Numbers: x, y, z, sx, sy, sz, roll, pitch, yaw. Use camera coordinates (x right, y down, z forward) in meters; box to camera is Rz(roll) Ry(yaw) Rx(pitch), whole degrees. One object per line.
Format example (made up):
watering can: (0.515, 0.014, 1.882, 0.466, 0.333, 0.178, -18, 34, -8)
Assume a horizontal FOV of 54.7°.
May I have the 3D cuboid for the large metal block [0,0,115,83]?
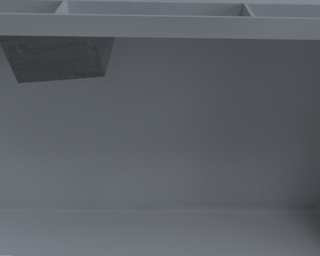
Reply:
large metal block: (-0.092, -0.088, 0.297, 0.080, 0.080, 0.050, -4, 130, 3)
